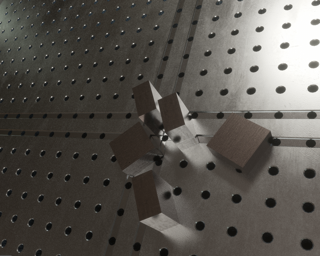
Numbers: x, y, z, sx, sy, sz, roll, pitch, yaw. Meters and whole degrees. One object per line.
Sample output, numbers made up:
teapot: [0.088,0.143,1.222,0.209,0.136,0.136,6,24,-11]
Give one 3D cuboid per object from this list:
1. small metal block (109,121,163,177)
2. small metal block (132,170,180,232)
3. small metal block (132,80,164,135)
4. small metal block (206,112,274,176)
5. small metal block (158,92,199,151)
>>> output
small metal block: [-0.032,0.028,0.407,0.050,0.025,0.050,-36,51,4]
small metal block: [-0.005,0.081,0.344,0.025,0.050,0.050,-25,53,13]
small metal block: [-0.010,-0.026,0.413,0.025,0.050,0.050,-25,53,13]
small metal block: [0.090,0.017,0.350,0.050,0.025,0.050,33,80,37]
small metal block: [0.023,-0.007,0.384,0.025,0.050,0.050,-23,54,14]
